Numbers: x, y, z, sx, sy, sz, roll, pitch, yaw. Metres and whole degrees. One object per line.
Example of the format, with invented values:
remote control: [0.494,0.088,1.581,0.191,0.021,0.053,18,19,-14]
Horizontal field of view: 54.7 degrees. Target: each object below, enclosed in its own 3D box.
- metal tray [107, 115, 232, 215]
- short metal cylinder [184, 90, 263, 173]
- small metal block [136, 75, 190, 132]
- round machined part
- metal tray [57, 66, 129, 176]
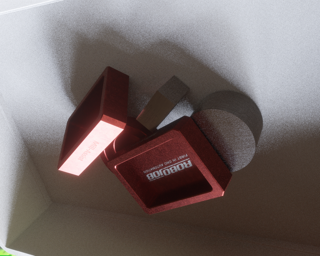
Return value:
metal tray: [0.007,0.050,0.368,0.130,0.030,0.090,-28,103,41]
short metal cylinder: [0.072,0.004,0.353,0.080,0.050,0.079,13,124,20]
small metal block: [0.004,-0.029,0.368,0.025,0.050,0.050,40,127,1]
round machined part: [-0.034,0.027,0.430,0.098,0.042,0.097,13,124,20]
metal tray: [-0.088,-0.007,0.403,0.030,0.090,0.129,24,134,-28]
